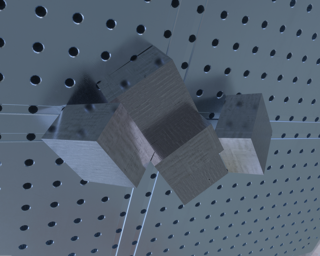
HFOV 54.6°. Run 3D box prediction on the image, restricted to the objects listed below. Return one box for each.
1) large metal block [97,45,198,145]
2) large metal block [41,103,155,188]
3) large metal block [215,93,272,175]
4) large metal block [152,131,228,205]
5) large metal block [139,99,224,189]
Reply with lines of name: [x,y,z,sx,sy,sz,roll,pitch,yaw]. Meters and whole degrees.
large metal block: [-0.013,-0.035,0.365,0.080,0.050,0.080,-35,130,-3]
large metal block: [-0.065,0.019,0.342,0.080,0.080,0.050,58,45,-39]
large metal block: [0.120,0.009,0.438,0.080,0.050,0.080,58,44,-39]
large metal block: [0.041,0.051,0.448,0.080,0.050,0.080,-35,128,-5]
large metal block: [0.019,0.015,0.394,0.080,0.080,0.050,-36,131,-4]
